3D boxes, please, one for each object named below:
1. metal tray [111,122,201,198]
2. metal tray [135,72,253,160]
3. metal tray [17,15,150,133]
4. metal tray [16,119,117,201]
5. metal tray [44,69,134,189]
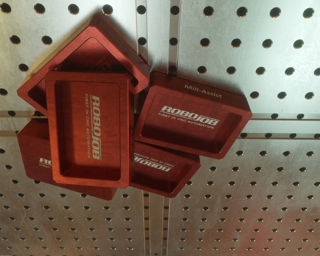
[{"bbox_3d":[-0.018,0.050,0.449,0.131,0.030,0.089,20,128,-16],"label":"metal tray"},{"bbox_3d":[0.038,-0.012,0.397,0.131,0.030,0.089,14,129,-12],"label":"metal tray"},{"bbox_3d":[-0.087,-0.054,0.360,0.130,0.030,0.090,-32,123,24],"label":"metal tray"},{"bbox_3d":[-0.121,0.045,0.423,0.131,0.030,0.089,14,131,6],"label":"metal tray"},{"bbox_3d":[-0.077,0.001,0.352,0.090,0.030,0.129,3,106,6],"label":"metal tray"}]
